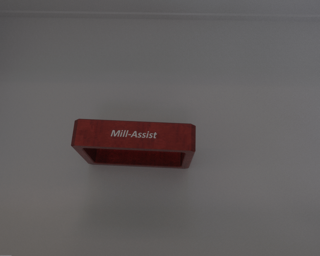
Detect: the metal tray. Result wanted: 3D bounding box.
[{"bbox_3d":[-0.027,0.022,0.367,0.131,0.090,0.030,2,70,1],"label":"metal tray"}]
